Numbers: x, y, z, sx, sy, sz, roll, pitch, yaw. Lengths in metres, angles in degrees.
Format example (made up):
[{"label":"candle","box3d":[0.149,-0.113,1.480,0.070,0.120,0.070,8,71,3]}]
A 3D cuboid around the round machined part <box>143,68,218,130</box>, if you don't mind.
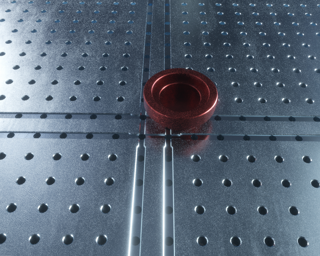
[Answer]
[{"label":"round machined part","box3d":[0.027,-0.035,0.427,0.099,0.042,0.098,0,50,0]}]
